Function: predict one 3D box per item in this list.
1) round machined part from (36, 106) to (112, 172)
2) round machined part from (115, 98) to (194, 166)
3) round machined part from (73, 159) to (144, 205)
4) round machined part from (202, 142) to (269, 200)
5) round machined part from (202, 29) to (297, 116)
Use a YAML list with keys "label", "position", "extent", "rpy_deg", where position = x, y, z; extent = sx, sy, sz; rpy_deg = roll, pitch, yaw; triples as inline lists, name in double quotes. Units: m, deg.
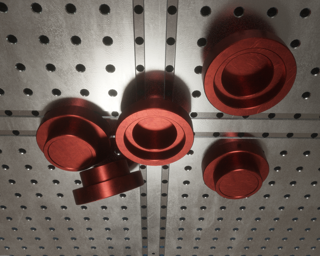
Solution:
- label: "round machined part"
  position: [-0.117, 0.021, 0.417]
  extent: [0.099, 0.042, 0.097]
  rpy_deg: [-1, 130, 0]
- label: "round machined part"
  position: [-0.007, 0.001, 0.401]
  extent: [0.099, 0.042, 0.097]
  rpy_deg: [-1, 130, 0]
- label: "round machined part"
  position: [-0.075, 0.073, 0.439]
  extent: [0.098, 0.098, 0.042]
  rpy_deg: [-18, 84, 14]
- label: "round machined part"
  position: [0.113, 0.070, 0.462]
  extent: [0.099, 0.042, 0.097]
  rpy_deg: [-1, 130, 0]
- label: "round machined part"
  position: [0.096, -0.064, 0.347]
  extent: [0.099, 0.042, 0.097]
  rpy_deg: [-1, 130, 0]
